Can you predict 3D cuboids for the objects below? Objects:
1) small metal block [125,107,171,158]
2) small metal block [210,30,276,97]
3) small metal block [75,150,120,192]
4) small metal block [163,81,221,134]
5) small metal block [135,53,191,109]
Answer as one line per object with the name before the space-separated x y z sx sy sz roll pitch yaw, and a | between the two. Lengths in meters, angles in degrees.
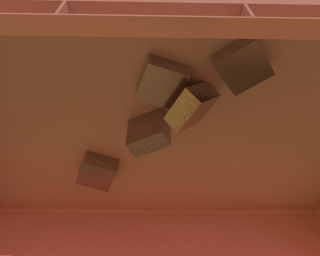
small metal block | -0.014 0.005 0.397 0.050 0.050 0.025 -20 127 16
small metal block | 0.093 -0.071 0.349 0.050 0.025 0.050 -30 124 23
small metal block | -0.094 0.065 0.464 0.050 0.025 0.050 18 128 -15
small metal block | 0.038 -0.025 0.369 0.025 0.050 0.050 46 126 15
small metal block | 0.002 -0.053 0.363 0.050 0.025 0.050 15 129 -13
